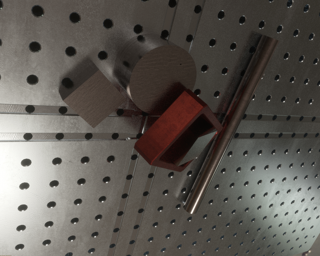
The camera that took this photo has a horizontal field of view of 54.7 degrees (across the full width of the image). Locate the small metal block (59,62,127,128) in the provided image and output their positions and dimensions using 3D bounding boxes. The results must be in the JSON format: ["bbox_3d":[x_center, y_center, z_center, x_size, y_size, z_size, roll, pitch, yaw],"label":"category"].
[{"bbox_3d":[-0.075,-0.036,0.349,0.050,0.025,0.050,-41,130,-1],"label":"small metal block"}]

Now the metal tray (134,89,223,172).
[{"bbox_3d":[0.030,0.010,0.394,0.090,0.030,0.130,-47,158,5],"label":"metal tray"}]

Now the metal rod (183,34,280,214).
[{"bbox_3d":[0.101,0.007,0.473,0.025,0.025,0.298,7,115,-32],"label":"metal rod"}]

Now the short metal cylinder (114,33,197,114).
[{"bbox_3d":[-0.006,-0.062,0.355,0.081,0.050,0.079,-14,124,-21],"label":"short metal cylinder"}]

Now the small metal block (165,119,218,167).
[{"bbox_3d":[0.040,0.018,0.398,0.050,0.025,0.050,-15,143,-52],"label":"small metal block"}]
